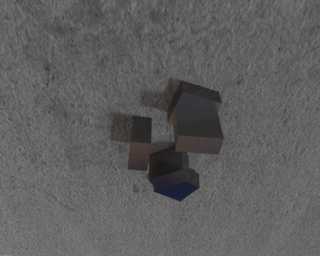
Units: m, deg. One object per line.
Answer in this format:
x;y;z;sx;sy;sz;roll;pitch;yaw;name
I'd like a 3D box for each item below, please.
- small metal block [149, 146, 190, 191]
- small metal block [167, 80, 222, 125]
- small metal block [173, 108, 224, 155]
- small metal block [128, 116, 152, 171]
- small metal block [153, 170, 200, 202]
0.013;0.055;0.438;0.050;0.050;0.025;-21;127;16;small metal block
0.042;-0.026;0.386;0.050;0.025;0.050;15;129;-13;small metal block
0.043;0.003;0.361;0.050;0.050;0.025;4;130;-4;small metal block
-0.027;0.020;0.408;0.025;0.050;0.050;6;130;-5;small metal block
0.025;0.084;0.476;0.050;0.025;0.050;25;132;-21;small metal block
